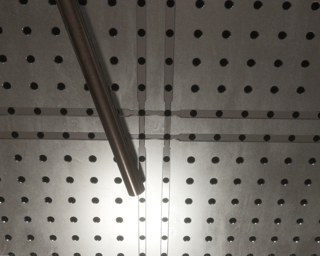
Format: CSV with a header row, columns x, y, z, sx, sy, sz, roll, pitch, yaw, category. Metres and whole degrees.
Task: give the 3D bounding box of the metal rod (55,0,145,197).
x,y,z,sx,sy,sz,roll,pitch,yaw,category
-0.075,-0.043,0.396,0.025,0.025,0.298,-15,110,5,metal rod
